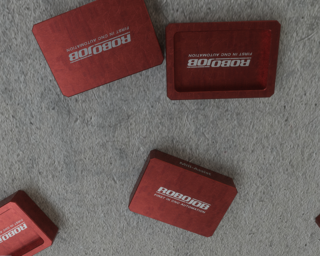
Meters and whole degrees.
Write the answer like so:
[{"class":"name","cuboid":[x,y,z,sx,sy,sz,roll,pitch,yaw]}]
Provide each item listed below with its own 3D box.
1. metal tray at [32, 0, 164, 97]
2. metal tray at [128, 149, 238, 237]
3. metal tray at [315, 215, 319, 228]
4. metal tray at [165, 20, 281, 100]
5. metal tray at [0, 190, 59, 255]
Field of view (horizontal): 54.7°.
[{"class":"metal tray","cuboid":[-0.070,-0.100,0.369,0.131,0.030,0.090,-19,109,6]},{"class":"metal tray","cuboid":[0.031,0.095,0.442,0.131,0.030,0.089,21,109,-8]},{"class":"metal tray","cuboid":[0.311,0.124,0.456,0.090,0.030,0.130,36,106,-12]},{"class":"metal tray","cuboid":[0.073,-0.082,0.377,0.131,0.030,0.089,-2,110,0]},{"class":"metal tray","cuboid":[-0.233,0.161,0.464,0.130,0.030,0.090,-31,108,10]}]
